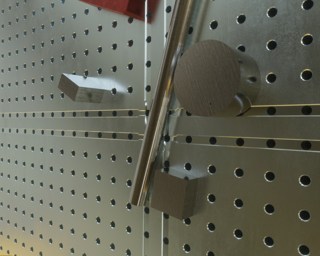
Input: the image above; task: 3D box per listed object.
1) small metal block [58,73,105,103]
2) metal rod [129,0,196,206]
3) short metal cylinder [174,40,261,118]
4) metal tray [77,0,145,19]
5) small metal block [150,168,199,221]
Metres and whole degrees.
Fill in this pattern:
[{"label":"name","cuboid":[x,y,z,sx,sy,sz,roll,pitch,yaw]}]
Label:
[{"label":"small metal block","cuboid":[-0.125,-0.063,0.493,0.050,0.050,0.025,36,112,34]},{"label":"metal rod","cuboid":[0.003,-0.039,0.404,0.025,0.025,0.298,22,104,37]},{"label":"short metal cylinder","cuboid":[0.062,-0.052,0.340,0.080,0.050,0.079,0,90,39]},{"label":"metal tray","cuboid":[-0.070,-0.223,0.461,0.130,0.030,0.089,30,108,35]},{"label":"small metal block","cuboid":[0.018,0.082,0.393,0.050,0.025,0.050,12,98,39]}]
